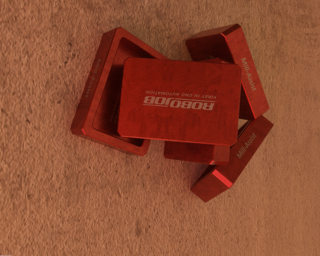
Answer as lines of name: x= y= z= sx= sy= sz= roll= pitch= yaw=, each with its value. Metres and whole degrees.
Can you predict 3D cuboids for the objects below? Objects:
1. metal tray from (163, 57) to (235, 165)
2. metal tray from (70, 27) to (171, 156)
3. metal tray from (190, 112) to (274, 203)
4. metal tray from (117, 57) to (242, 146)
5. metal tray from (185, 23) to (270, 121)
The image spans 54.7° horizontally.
metal tray: x=0.050 y=-0.020 z=0.408 sx=0.030 sy=0.090 sz=0.129 roll=8 pitch=85 yaw=-40
metal tray: x=-0.041 y=-0.040 z=0.370 sx=0.090 sy=0.030 sz=0.130 roll=25 pitch=74 yaw=-37
metal tray: x=0.105 y=0.043 z=0.454 sx=0.030 sy=0.090 sz=0.131 roll=41 pitch=60 yaw=6
metal tray: x=0.022 y=-0.029 z=0.353 sx=0.131 sy=0.030 sz=0.089 roll=5 pitch=86 yaw=4
metal tray: x=0.095 y=-0.076 z=0.443 sx=0.030 sy=0.090 sz=0.129 roll=-35 pitch=112 yaw=-19
